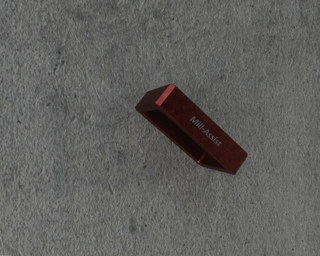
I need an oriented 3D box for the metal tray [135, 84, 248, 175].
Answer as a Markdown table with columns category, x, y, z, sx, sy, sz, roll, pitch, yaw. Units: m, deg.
| category | x | y | z | sx | sy | sz | roll | pitch | yaw |
| --- | --- | --- | --- | --- | --- | --- | --- | --- | --- |
| metal tray | 0.036 | 0.003 | 0.390 | 0.130 | 0.090 | 0.030 | 41 | 77 | -16 |
